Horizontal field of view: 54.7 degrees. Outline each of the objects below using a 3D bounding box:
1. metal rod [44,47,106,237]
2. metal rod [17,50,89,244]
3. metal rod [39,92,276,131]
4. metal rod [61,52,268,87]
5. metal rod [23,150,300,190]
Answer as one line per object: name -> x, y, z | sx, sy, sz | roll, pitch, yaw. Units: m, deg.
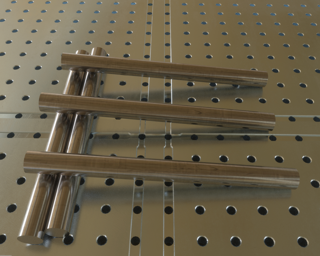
metal rod -> -0.103, -0.008, 0.412 | 0.025, 0.025, 0.300 | 1, 50, 0
metal rod -> -0.128, -0.002, 0.407 | 0.025, 0.025, 0.300 | 1, 50, 0
metal rod -> 0.000, -0.021, 0.405 | 0.302, 0.025, 0.025 | 5, 50, -4
metal rod -> 0.010, -0.086, 0.461 | 0.302, 0.025, 0.025 | 4, 50, -5
metal rod -> 0.007, 0.048, 0.349 | 0.302, 0.025, 0.025 | 4, 50, -5
